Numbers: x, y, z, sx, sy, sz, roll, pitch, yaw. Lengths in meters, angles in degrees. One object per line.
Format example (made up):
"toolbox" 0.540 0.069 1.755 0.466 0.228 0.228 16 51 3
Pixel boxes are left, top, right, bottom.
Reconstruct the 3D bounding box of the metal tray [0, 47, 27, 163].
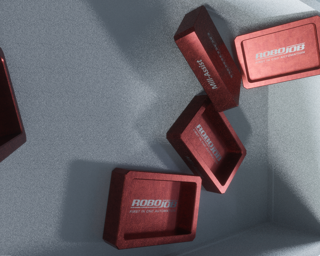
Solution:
"metal tray" -0.137 -0.019 0.225 0.030 0.130 0.089 -13 100 -10

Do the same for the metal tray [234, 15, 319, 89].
"metal tray" 0.196 -0.121 0.507 0.030 0.130 0.089 -45 123 -66

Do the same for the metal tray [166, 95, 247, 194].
"metal tray" 0.075 0.025 0.468 0.090 0.030 0.130 -52 121 -27

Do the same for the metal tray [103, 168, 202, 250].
"metal tray" -0.005 0.102 0.401 0.131 0.030 0.090 12 83 -40

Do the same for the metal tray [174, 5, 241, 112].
"metal tray" 0.074 -0.098 0.443 0.130 0.030 0.090 54 35 -26
